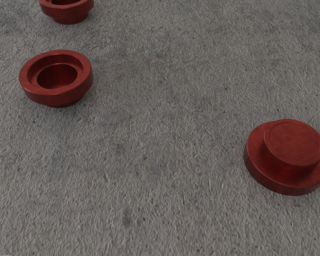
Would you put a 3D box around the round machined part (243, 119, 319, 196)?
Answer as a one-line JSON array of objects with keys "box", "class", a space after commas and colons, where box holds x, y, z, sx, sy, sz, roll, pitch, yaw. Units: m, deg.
[{"box": [0.154, 0.027, 0.370, 0.099, 0.042, 0.098, 0, 50, 0], "class": "round machined part"}]

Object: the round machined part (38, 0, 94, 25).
[{"box": [-0.174, -0.232, 0.586, 0.099, 0.042, 0.098, 0, 50, 0], "class": "round machined part"}]

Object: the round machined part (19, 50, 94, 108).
[{"box": [-0.145, -0.067, 0.447, 0.099, 0.042, 0.098, 0, 50, 0], "class": "round machined part"}]
